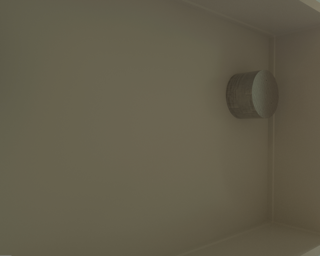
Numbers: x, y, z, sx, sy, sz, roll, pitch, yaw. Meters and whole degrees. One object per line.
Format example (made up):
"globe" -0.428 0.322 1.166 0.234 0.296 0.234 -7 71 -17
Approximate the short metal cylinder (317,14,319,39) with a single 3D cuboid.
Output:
"short metal cylinder" 0.413 -0.241 0.724 0.081 0.080 0.050 -1 91 -40

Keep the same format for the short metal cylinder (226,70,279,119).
"short metal cylinder" 0.157 -0.056 0.525 0.081 0.050 0.079 0 90 -40
